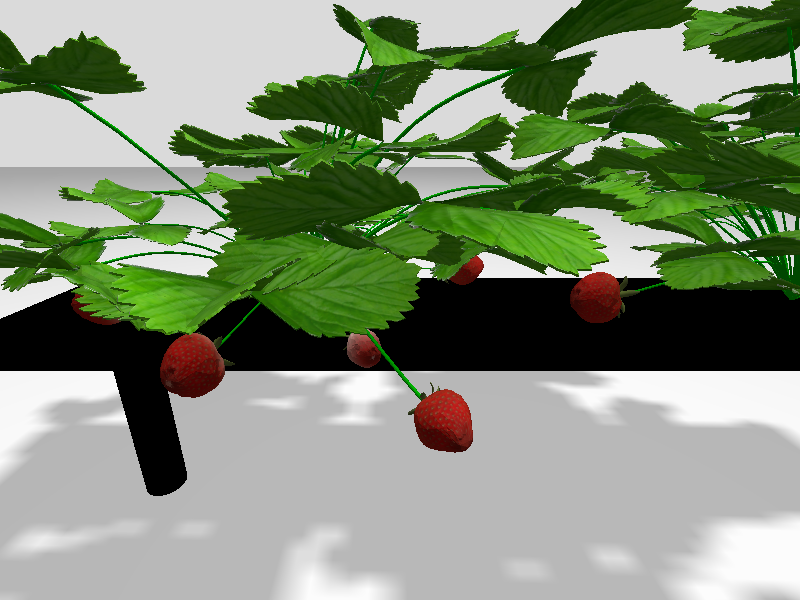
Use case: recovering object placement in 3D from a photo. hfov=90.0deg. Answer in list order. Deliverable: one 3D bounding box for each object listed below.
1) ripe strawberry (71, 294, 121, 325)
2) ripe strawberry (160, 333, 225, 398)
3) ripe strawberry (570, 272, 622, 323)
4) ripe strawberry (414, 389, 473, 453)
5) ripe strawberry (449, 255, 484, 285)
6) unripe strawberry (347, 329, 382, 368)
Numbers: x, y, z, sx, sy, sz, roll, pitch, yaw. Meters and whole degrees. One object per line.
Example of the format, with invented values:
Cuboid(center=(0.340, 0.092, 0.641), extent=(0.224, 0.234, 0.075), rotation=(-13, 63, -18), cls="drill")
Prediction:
Cuboid(center=(-0.234, 0.001, 0.315), extent=(0.036, 0.037, 0.033), rotation=(-8, 22, -19), cls="ripe strawberry")
Cuboid(center=(-0.116, 0.037, 0.220), extent=(0.031, 0.035, 0.033), rotation=(4, 21, 10), cls="ripe strawberry")
Cuboid(center=(0.153, -0.002, 0.318), extent=(0.039, 0.040, 0.035), rotation=(-5, 21, -13), cls="ripe strawberry")
Cuboid(center=(0.021, 0.057, 0.182), extent=(0.027, 0.028, 0.029), rotation=(-11, 23, -26), cls="ripe strawberry")
Cuboid(center=(0.065, -0.035, 0.410), extent=(0.042, 0.036, 0.042), rotation=(-6, 21, -16), cls="ripe strawberry")
Cuboid(center=(-0.022, 0.031, 0.251), extent=(0.022, 0.025, 0.024), rotation=(-10, 23, -25), cls="unripe strawberry")
